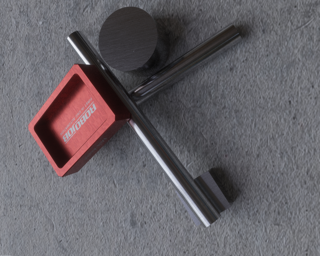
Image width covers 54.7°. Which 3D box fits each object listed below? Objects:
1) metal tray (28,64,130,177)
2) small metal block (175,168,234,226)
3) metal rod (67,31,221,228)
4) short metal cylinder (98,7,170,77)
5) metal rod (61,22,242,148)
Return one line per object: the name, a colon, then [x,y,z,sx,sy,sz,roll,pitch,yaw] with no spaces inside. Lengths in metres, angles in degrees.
metal tray: [-0.109,-0.008,0.404,0.130,0.030,0.090,-43,76,26]
small metal block: [0.056,0.086,0.390,0.050,0.025,0.050,-35,79,16]
metal rod: [-0.027,-0.007,0.393,0.025,0.025,0.299,-41,78,15]
short metal cylinder: [-0.032,-0.110,0.407,0.080,0.050,0.079,0,90,19]
metal rod: [-0.030,-0.044,0.420,0.300,0.025,0.025,-31,80,17]
